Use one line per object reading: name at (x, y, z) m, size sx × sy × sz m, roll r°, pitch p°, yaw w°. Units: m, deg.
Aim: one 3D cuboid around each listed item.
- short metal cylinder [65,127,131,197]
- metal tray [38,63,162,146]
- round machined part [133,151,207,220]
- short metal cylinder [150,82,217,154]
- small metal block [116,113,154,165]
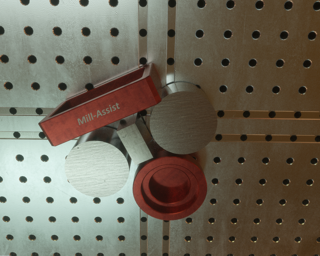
short metal cylinder at (-0.079, 0.044, 0.411) m, size 0.081 × 0.050 × 0.079 m, roll 0°, pitch 110°, yaw 0°
metal tray at (-0.064, -0.030, 0.362) m, size 0.130 × 0.090 × 0.030 m, roll -22°, pitch 109°, yaw 8°
round machined part at (0.013, 0.075, 0.428) m, size 0.099 × 0.042 × 0.097 m, roll 0°, pitch 110°, yaw 0°
short metal cylinder at (0.028, -0.013, 0.391) m, size 0.081 × 0.050 × 0.079 m, roll 0°, pitch 110°, yaw 0°
small metal block at (-0.030, 0.012, 0.399) m, size 0.025 × 0.050 × 0.050 m, roll -24°, pitch 109°, yaw 8°
